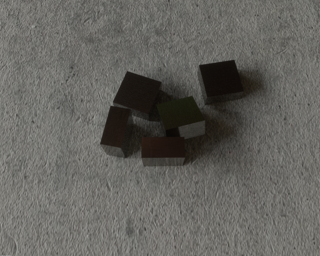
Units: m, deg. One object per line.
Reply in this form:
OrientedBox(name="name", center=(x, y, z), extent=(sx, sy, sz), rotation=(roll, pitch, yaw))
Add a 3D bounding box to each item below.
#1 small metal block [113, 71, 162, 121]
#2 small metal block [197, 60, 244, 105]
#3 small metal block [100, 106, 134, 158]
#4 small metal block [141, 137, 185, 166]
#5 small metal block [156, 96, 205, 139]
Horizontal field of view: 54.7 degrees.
OrientedBox(name="small metal block", center=(-0.030, -0.044, 0.424), extent=(0.050, 0.025, 0.050), rotation=(19, 71, 6))
OrientedBox(name="small metal block", center=(0.083, -0.064, 0.432), extent=(0.050, 0.025, 0.050), rotation=(-9, 70, -4))
OrientedBox(name="small metal block", center=(-0.053, 0.006, 0.392), extent=(0.025, 0.050, 0.050), rotation=(10, 70, 4))
OrientedBox(name="small metal block", center=(0.004, 0.030, 0.383), extent=(0.050, 0.050, 0.025), rotation=(-1, 72, 0))
OrientedBox(name="small metal block", center=(0.026, -0.012, 0.402), extent=(0.050, 0.025, 0.050), rotation=(-14, 45, -6))
